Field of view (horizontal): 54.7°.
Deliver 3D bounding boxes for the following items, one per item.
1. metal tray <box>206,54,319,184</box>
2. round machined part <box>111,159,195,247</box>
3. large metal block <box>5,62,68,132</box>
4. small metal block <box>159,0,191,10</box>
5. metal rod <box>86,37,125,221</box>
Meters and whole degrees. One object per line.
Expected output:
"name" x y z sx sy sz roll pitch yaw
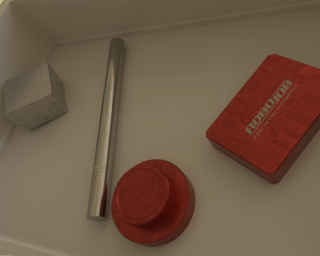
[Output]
"metal tray" 0.126 -0.015 0.345 0.090 0.030 0.130 34 80 38
"round machined part" -0.014 0.080 0.352 0.098 0.042 0.098 -13 56 20
"large metal block" -0.209 -0.053 0.521 0.080 0.050 0.080 -24 53 2
"small metal block" 0.029 -0.237 0.537 0.050 0.025 0.050 -2 61 27
"metal rod" -0.075 -0.018 0.454 0.025 0.025 0.299 -12 56 21
